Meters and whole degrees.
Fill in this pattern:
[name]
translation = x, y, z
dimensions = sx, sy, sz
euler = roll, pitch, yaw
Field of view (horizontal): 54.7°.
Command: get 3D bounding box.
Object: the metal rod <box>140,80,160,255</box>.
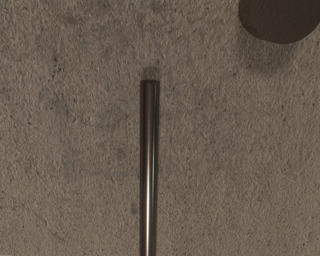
[metal rod]
translation = -0.016, 0.081, 0.439
dimensions = 0.025, 0.025, 0.298
euler = 1, 110, -1

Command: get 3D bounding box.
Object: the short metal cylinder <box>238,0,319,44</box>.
[short metal cylinder]
translation = 0.134, -0.138, 0.348
dimensions = 0.081, 0.050, 0.079
euler = 0, 110, -1
